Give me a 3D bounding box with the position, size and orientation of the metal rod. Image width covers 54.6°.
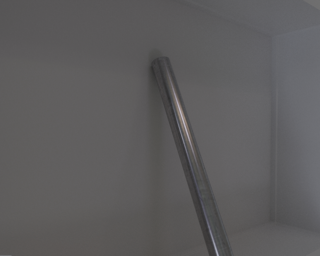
[{"bbox_3d":[0.040,0.049,0.361,0.025,0.025,0.299,0,66,-40],"label":"metal rod"}]
